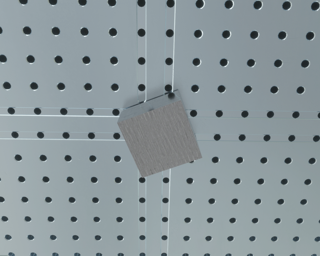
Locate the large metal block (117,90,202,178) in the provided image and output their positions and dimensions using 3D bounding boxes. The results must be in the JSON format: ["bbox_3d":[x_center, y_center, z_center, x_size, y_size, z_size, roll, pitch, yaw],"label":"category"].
[{"bbox_3d":[0.001,0.007,0.400,0.080,0.050,0.080,-20,109,6],"label":"large metal block"}]
